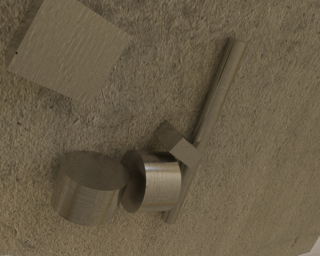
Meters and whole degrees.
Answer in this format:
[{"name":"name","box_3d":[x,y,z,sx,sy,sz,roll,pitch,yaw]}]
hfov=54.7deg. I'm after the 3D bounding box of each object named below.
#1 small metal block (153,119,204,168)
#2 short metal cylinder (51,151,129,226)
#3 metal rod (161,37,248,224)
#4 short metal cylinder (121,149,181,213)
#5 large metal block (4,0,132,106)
[{"name":"small metal block","box_3d":[0.024,0.021,0.419,0.025,0.050,0.050,-47,130,4]},{"name":"short metal cylinder","box_3d":[-0.083,0.070,0.370,0.081,0.080,0.050,9,114,-33]},{"name":"metal rod","box_3d":[0.057,0.019,0.451,0.025,0.025,0.298,4,117,-31]},{"name":"short metal cylinder","box_3d":[-0.016,0.069,0.407,0.050,0.080,0.079,6,115,-32]},{"name":"large metal block","box_3d":[-0.088,-0.079,0.294,0.080,0.050,0.080,25,105,-37]}]
